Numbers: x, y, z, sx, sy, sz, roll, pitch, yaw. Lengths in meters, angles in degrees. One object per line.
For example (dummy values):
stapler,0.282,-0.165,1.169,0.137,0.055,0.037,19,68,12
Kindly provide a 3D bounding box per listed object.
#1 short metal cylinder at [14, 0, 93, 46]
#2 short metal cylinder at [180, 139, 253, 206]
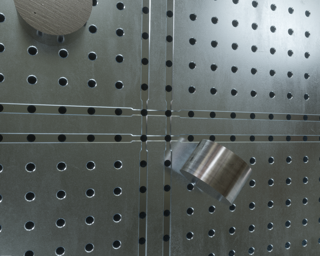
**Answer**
short metal cylinder,-0.122,-0.139,0.354,0.081,0.050,0.079,0,90,-20
short metal cylinder,0.074,0.059,0.411,0.080,0.080,0.050,40,77,-16
